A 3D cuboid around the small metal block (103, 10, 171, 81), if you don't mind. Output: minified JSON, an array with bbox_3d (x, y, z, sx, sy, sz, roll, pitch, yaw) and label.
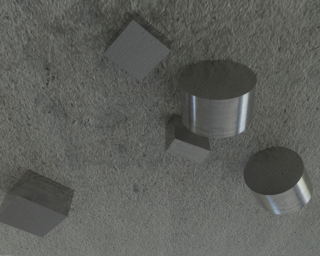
[{"bbox_3d":[-0.024,-0.087,0.333,0.050,0.025,0.050,34,122,-26],"label":"small metal block"}]

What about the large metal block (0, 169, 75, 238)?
[{"bbox_3d":[-0.197,0.122,0.492,0.080,0.050,0.080,34,122,-26],"label":"large metal block"}]

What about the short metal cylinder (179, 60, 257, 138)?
[{"bbox_3d":[0.063,-0.034,0.343,0.080,0.080,0.050,-4,130,3],"label":"short metal cylinder"}]

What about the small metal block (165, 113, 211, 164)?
[{"bbox_3d":[0.035,0.013,0.403,0.050,0.050,0.025,20,127,-17],"label":"small metal block"}]

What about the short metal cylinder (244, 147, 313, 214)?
[{"bbox_3d":[0.166,0.073,0.436,0.080,0.080,0.050,-24,126,19],"label":"short metal cylinder"}]
